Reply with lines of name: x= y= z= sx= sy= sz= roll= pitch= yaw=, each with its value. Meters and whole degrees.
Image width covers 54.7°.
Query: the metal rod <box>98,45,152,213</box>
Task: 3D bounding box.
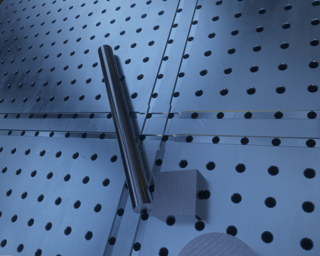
metal rod: x=-0.057 y=-0.021 z=0.449 sx=0.025 sy=0.025 sz=0.299 roll=-27 pitch=53 yaw=11

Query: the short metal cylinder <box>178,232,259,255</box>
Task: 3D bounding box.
short metal cylinder: x=0.057 y=0.139 z=0.276 sx=0.080 sy=0.050 sz=0.080 roll=-13 pitch=56 yaw=20

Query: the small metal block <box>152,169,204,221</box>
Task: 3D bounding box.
small metal block: x=0.021 y=0.076 z=0.350 sx=0.050 sy=0.025 sz=0.050 roll=-8 pitch=58 yaw=23
